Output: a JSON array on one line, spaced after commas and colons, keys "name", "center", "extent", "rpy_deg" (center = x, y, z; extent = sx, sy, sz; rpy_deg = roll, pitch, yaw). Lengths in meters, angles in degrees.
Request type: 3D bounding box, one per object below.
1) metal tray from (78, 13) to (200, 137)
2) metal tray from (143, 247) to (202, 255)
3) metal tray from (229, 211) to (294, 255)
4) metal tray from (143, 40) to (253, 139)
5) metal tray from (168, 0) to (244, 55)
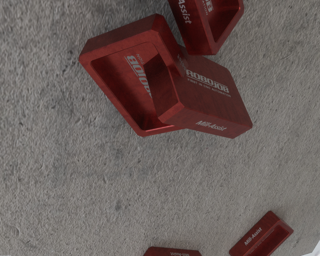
[{"name": "metal tray", "center": [-0.012, -0.048, 0.335], "extent": [0.090, 0.030, 0.130], "rpy_deg": [-12, 135, 25]}, {"name": "metal tray", "center": [0.014, 0.269, 0.577], "extent": [0.131, 0.030, 0.090], "rpy_deg": [22, 107, -36]}, {"name": "metal tray", "center": [0.223, 0.249, 0.679], "extent": [0.130, 0.030, 0.090], "rpy_deg": [-47, 129, 5]}, {"name": "metal tray", "center": [0.044, -0.041, 0.346], "extent": [0.131, 0.090, 0.030], "rpy_deg": [12, 143, -43]}, {"name": "metal tray", "center": [0.041, -0.149, 0.305], "extent": [0.090, 0.030, 0.130], "rpy_deg": [-56, 136, -30]}]
